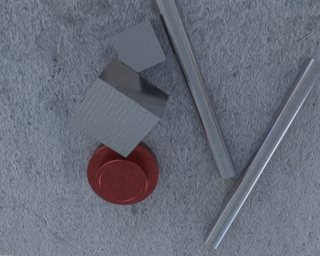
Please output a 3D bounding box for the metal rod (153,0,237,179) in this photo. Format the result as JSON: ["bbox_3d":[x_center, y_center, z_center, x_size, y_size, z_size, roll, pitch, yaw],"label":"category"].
[{"bbox_3d":[0.040,-0.066,0.386,0.025,0.025,0.299,-21,109,7],"label":"metal rod"}]

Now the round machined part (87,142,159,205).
[{"bbox_3d":[-0.051,0.065,0.424,0.099,0.042,0.097,0,110,-1],"label":"round machined part"}]

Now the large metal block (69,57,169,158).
[{"bbox_3d":[-0.048,-0.023,0.374,0.080,0.050,0.080,33,128,-12],"label":"large metal block"}]

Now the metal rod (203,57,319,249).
[{"bbox_3d":[0.136,0.047,0.428,0.025,0.025,0.298,21,109,-8],"label":"metal rod"}]

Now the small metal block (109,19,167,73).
[{"bbox_3d":[-0.025,-0.097,0.374,0.050,0.025,0.050,-23,109,7],"label":"small metal block"}]
